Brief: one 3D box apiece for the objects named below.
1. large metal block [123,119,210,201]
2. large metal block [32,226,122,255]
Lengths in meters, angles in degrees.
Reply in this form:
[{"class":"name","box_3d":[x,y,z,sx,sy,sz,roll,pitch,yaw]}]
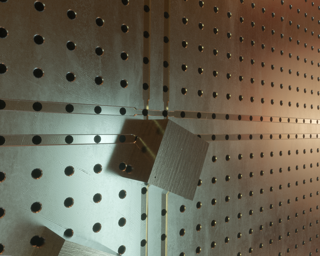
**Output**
[{"class":"large metal block","box_3d":[0.010,0.041,0.404,0.080,0.050,0.080,30,71,-36]},{"class":"large metal block","box_3d":[-0.092,0.158,0.318,0.080,0.050,0.080,35,68,-35]}]
